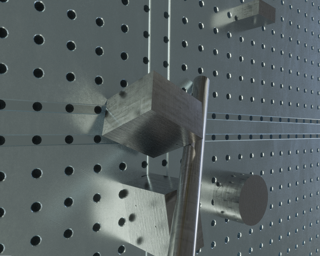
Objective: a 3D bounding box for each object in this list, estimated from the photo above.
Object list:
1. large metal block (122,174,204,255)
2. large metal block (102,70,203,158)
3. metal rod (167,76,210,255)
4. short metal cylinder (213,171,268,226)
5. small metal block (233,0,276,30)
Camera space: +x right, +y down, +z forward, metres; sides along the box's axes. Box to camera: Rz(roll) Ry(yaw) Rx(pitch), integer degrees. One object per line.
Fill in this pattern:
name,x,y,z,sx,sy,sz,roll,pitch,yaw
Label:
large metal block,0.003,0.105,0.378,0.050,0.080,0.079,-12,98,-40
large metal block,-0.008,-0.011,0.360,0.080,0.080,0.050,28,51,-37
metal rod,0.038,0.035,0.361,0.025,0.025,0.300,48,36,-30
short metal cylinder,0.133,0.114,0.507,0.081,0.050,0.079,0,90,-40
small metal block,0.162,-0.194,0.531,0.050,0.050,0.025,5,87,-40
